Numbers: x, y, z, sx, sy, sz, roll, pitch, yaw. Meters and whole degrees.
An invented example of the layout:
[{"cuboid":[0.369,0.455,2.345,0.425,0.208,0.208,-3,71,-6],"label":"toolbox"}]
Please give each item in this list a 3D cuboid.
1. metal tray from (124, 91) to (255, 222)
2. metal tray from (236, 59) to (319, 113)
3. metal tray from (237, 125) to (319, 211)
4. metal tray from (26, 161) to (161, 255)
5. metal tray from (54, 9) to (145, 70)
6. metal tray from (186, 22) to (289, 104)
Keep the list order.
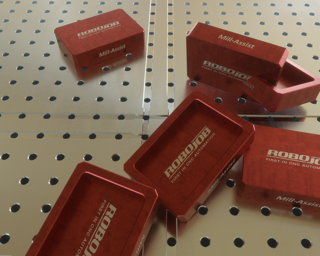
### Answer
[{"cuboid":[0.034,0.028,0.357,0.090,0.030,0.130,36,75,26],"label":"metal tray"},{"cuboid":[0.154,-0.079,0.452,0.091,0.030,0.130,-15,45,-26],"label":"metal tray"},{"cuboid":[0.162,0.047,0.366,0.131,0.030,0.090,9,51,8],"label":"metal tray"},{"cuboid":[-0.065,0.107,0.295,0.090,0.030,0.130,19,66,15],"label":"metal tray"},{"cuboid":[-0.103,-0.157,0.536,0.131,0.030,0.090,-26,55,-20],"label":"metal tray"},{"cuboid":[0.102,-0.089,0.438,0.130,0.090,0.030,24,64,18],"label":"metal tray"}]
